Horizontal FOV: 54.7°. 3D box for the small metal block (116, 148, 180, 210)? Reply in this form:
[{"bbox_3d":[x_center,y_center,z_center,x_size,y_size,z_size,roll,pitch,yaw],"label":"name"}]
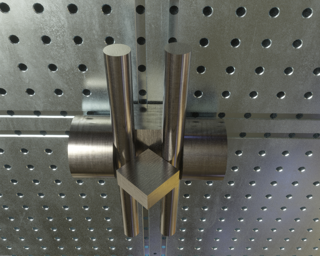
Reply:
[{"bbox_3d":[-0.014,0.057,0.357,0.050,0.050,0.025,33,140,31],"label":"small metal block"}]

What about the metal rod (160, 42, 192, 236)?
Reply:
[{"bbox_3d":[0.014,0.041,0.377,0.025,0.025,0.298,0,130,-1],"label":"metal rod"}]

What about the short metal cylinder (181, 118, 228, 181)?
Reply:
[{"bbox_3d":[0.052,0.027,0.394,0.050,0.080,0.079,1,130,0],"label":"short metal cylinder"}]

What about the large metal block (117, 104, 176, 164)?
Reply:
[{"bbox_3d":[-0.014,0.016,0.404,0.081,0.050,0.079,1,130,-1],"label":"large metal block"}]

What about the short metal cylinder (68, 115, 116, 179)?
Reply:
[{"bbox_3d":[-0.080,0.023,0.390,0.050,0.080,0.079,1,130,-1],"label":"short metal cylinder"}]

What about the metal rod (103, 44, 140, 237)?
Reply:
[{"bbox_3d":[-0.041,0.042,0.377,0.025,0.025,0.298,0,130,-1],"label":"metal rod"}]
